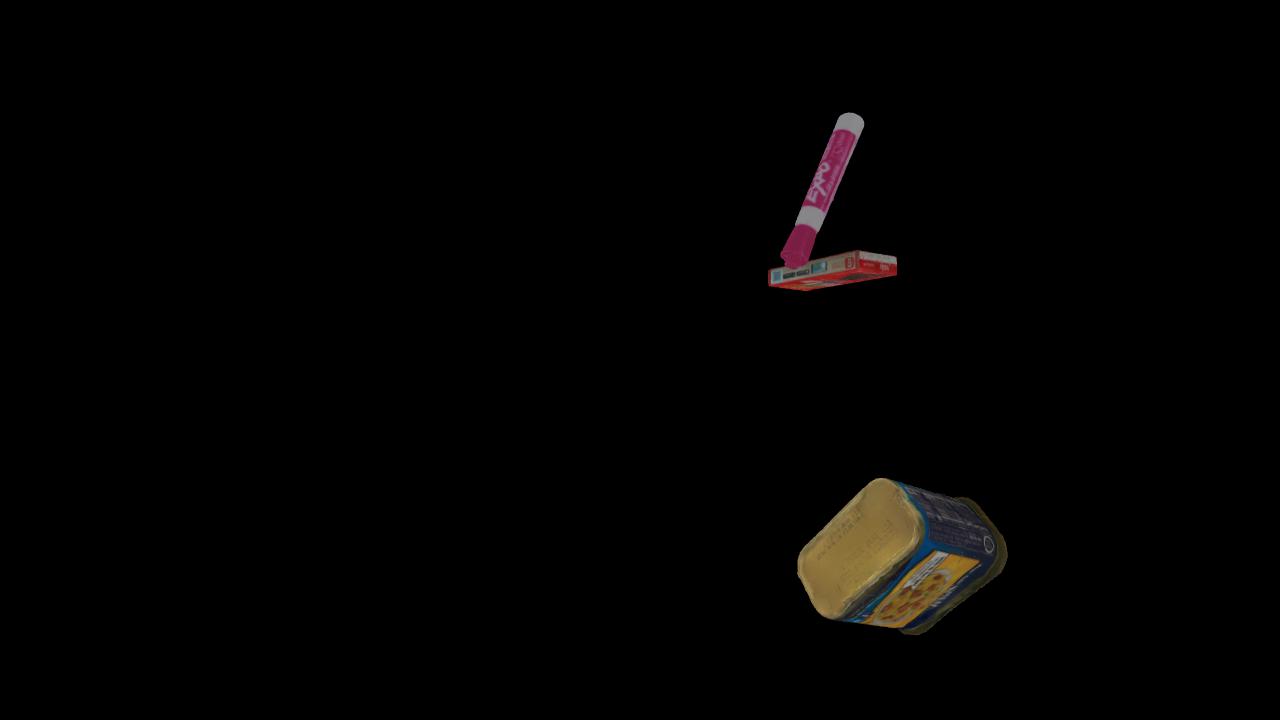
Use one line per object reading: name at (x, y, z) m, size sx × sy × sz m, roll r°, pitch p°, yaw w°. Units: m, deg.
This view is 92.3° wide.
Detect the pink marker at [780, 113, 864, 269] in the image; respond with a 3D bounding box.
pink marker at (0.124, -0.115, 0.419) m, size 0.020 × 0.121 × 0.020 m, roll 24°, pitch -14°, yaw 6°

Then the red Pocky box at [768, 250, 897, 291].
red Pocky box at (0.258, -0.119, 0.835) m, size 0.083 × 0.028 × 0.155 m, roll 0°, pitch -2°, yaw -34°

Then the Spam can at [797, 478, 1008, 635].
Spam can at (0.167, 0.129, 0.401) m, size 0.085 × 0.101 × 0.058 m, roll 18°, pitch 30°, yaw -28°
